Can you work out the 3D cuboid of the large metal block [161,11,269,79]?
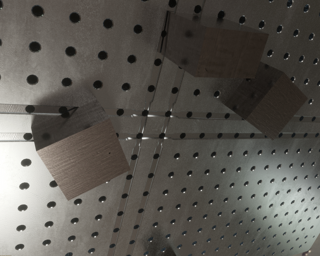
[{"bbox_3d":[0.058,-0.094,0.351,0.081,0.080,0.050,-4,120,-27],"label":"large metal block"}]

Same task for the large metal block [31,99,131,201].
[{"bbox_3d":[-0.090,0.025,0.362,0.080,0.050,0.080,-26,128,-13],"label":"large metal block"}]

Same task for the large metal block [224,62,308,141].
[{"bbox_3d":[0.157,-0.039,0.460,0.080,0.050,0.080,29,102,-38],"label":"large metal block"}]
